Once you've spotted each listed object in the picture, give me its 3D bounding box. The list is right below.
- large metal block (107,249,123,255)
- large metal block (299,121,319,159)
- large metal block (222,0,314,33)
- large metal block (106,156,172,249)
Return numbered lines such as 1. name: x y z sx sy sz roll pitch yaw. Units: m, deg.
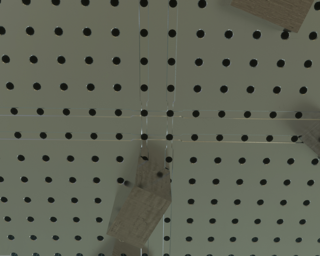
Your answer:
1. large metal block: -0.070 0.256 0.494 0.080 0.050 0.080 38 106 -13
2. large metal block: 0.241 0.037 0.399 0.080 0.080 0.050 42 105 -14
3. large metal block: 0.126 -0.160 0.342 0.080 0.050 0.080 20 109 -7
4. large metal block: -0.027 0.098 0.420 0.050 0.080 0.080 26 108 -9
